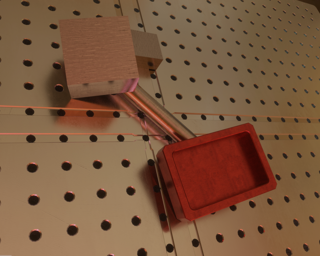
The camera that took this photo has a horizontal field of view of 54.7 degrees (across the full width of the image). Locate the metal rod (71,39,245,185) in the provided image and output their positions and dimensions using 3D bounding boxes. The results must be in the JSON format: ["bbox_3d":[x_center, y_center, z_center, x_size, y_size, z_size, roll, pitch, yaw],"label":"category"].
[{"bbox_3d":[-0.004,-0.020,0.419,0.300,0.025,0.025,41,51,0],"label":"metal rod"}]

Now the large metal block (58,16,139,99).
[{"bbox_3d":[-0.075,-0.086,0.380,0.081,0.050,0.080,-8,80,-13],"label":"large metal block"}]

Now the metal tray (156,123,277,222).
[{"bbox_3d":[0.071,0.052,0.386,0.131,0.030,0.090,-14,77,-20],"label":"metal tray"}]

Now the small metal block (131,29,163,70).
[{"bbox_3d":[-0.028,-0.118,0.467,0.050,0.025,0.050,2,61,-28],"label":"small metal block"}]
